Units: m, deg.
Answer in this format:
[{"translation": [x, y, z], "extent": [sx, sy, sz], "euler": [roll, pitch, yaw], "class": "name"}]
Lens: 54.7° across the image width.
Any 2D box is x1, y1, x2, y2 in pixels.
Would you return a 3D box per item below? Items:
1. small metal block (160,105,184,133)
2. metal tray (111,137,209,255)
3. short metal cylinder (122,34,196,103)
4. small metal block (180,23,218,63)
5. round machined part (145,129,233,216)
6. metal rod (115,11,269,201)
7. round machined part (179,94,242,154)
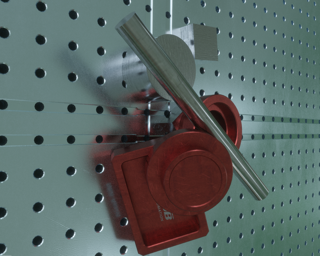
[{"translation": [0.035, -0.003, 0.438], "extent": [0.050, 0.025, 0.050], "euler": [-47, 118, -30], "class": "small metal block"}, {"translation": [0.001, 0.080, 0.378], "extent": [0.091, 0.030, 0.129], "euler": [-15, 102, -6], "class": "metal tray"}, {"translation": [-0.001, -0.073, 0.392], "extent": [0.081, 0.050, 0.080], "euler": [0, 90, -40], "class": "short metal cylinder"}, {"translation": [0.059, -0.123, 0.458], "extent": [0.050, 0.025, 0.050], "euler": [-7, 94, -40], "class": "small metal block"}, {"translation": [0.034, 0.052, 0.342], "extent": [0.099, 0.042, 0.097], "euler": [-2, 100, -9], "class": "round machined part"}, {"translation": [0.054, -0.005, 0.367], "extent": [0.300, 0.025, 0.025], "euler": [48, 62, -29], "class": "metal rod"}, {"translation": [0.065, 0.005, 0.420], "extent": [0.099, 0.042, 0.097], "euler": [0, 90, -40], "class": "round machined part"}]
